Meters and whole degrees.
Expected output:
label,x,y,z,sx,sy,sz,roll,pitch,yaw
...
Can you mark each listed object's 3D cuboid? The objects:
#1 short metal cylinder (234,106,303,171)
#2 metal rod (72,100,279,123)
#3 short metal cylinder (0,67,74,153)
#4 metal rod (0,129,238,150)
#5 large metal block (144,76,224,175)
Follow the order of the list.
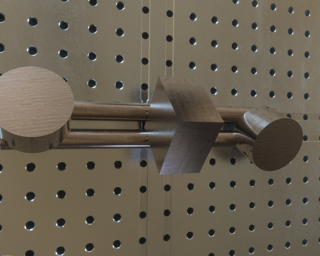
label,x,y,z,sx,sy,sz,roll,pitch,yaw
short metal cylinder,0.152,0.014,0.441,0.081,0.050,0.079,-8,115,-16
metal rod,0.035,-0.020,0.425,0.302,0.025,0.025,1,90,-20
short metal cylinder,-0.136,-0.019,0.334,0.081,0.050,0.080,8,65,-17
metal rod,-0.035,0.014,0.399,0.302,0.025,0.025,1,90,-20
large metal block,0.023,-0.003,0.360,0.050,0.080,0.079,1,132,-20
